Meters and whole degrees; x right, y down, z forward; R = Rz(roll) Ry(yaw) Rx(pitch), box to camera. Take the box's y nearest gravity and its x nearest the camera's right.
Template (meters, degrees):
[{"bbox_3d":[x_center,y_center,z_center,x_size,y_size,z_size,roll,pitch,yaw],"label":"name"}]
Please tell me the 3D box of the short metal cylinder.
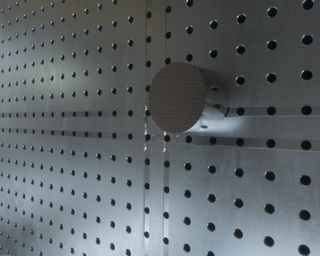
[{"bbox_3d":[0.033,-0.034,0.364,0.080,0.050,0.079,0,90,39],"label":"short metal cylinder"}]
